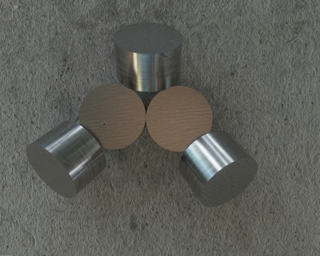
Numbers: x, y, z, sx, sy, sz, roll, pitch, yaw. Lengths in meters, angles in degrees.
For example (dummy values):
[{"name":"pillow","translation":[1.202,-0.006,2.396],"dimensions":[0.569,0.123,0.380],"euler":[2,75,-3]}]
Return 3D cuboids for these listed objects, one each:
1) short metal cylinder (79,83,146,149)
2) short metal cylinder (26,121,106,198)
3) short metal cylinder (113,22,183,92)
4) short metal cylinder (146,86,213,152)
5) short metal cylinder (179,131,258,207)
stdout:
[{"name":"short metal cylinder","translation":[-0.057,-0.014,0.398],"dimensions":[0.081,0.050,0.080],"euler":[0,90,0]},{"name":"short metal cylinder","translation":[-0.113,0.038,0.376],"dimensions":[0.080,0.080,0.050],"euler":[46,50,0]},{"name":"short metal cylinder","translation":[-0.014,-0.088,0.377],"dimensions":[0.081,0.080,0.050],"euler":[2,133,0]},{"name":"short metal cylinder","translation":[0.023,-0.011,0.398],"dimensions":[0.081,0.050,0.080],"euler":[0,90,0]},{"name":"short metal cylinder","translation":[0.070,0.050,0.378],"dimensions":[0.080,0.080,0.050],"euler":[-37,49,0]}]
